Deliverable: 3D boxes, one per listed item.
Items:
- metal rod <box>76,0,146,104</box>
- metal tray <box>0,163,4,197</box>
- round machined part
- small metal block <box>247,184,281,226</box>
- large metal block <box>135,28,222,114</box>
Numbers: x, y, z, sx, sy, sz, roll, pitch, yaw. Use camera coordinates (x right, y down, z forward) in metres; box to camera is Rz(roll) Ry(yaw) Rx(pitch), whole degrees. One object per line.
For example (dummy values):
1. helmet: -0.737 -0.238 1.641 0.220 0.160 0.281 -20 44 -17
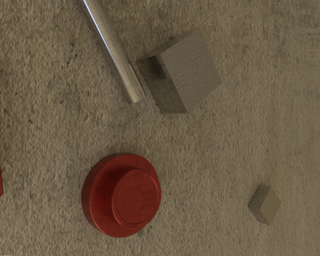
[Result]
1. metal rod: -0.088 -0.163 0.329 0.025 0.025 0.299 -39 114 -33
2. metal tray: -0.184 0.002 0.247 0.091 0.030 0.129 -8 95 -40
3. round machined part: -0.037 0.079 0.363 0.099 0.042 0.097 0 90 -40
4. small metal block: 0.191 0.140 0.565 0.050 0.025 0.050 -52 121 -27
5. large metal block: 0.027 -0.074 0.411 0.080 0.050 0.080 -41 115 -32
